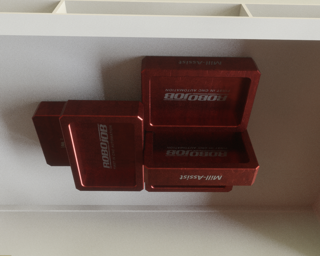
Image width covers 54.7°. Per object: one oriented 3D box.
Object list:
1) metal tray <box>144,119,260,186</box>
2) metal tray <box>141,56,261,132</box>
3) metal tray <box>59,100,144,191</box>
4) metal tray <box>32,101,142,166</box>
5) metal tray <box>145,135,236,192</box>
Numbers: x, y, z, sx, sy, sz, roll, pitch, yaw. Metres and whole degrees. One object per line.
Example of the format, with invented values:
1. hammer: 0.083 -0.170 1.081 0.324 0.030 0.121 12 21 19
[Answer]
1. metal tray: 0.047 0.028 0.387 0.131 0.090 0.030 1 130 -1
2. metal tray: 0.044 -0.038 0.372 0.131 0.030 0.089 0 130 -1
3. metal tray: -0.065 0.027 0.385 0.091 0.030 0.129 1 130 -1
4. metal tray: -0.089 0.010 0.409 0.131 0.030 0.089 0 130 -1
5. metal tray: 0.044 0.054 0.450 0.131 0.030 0.089 0 130 -1
